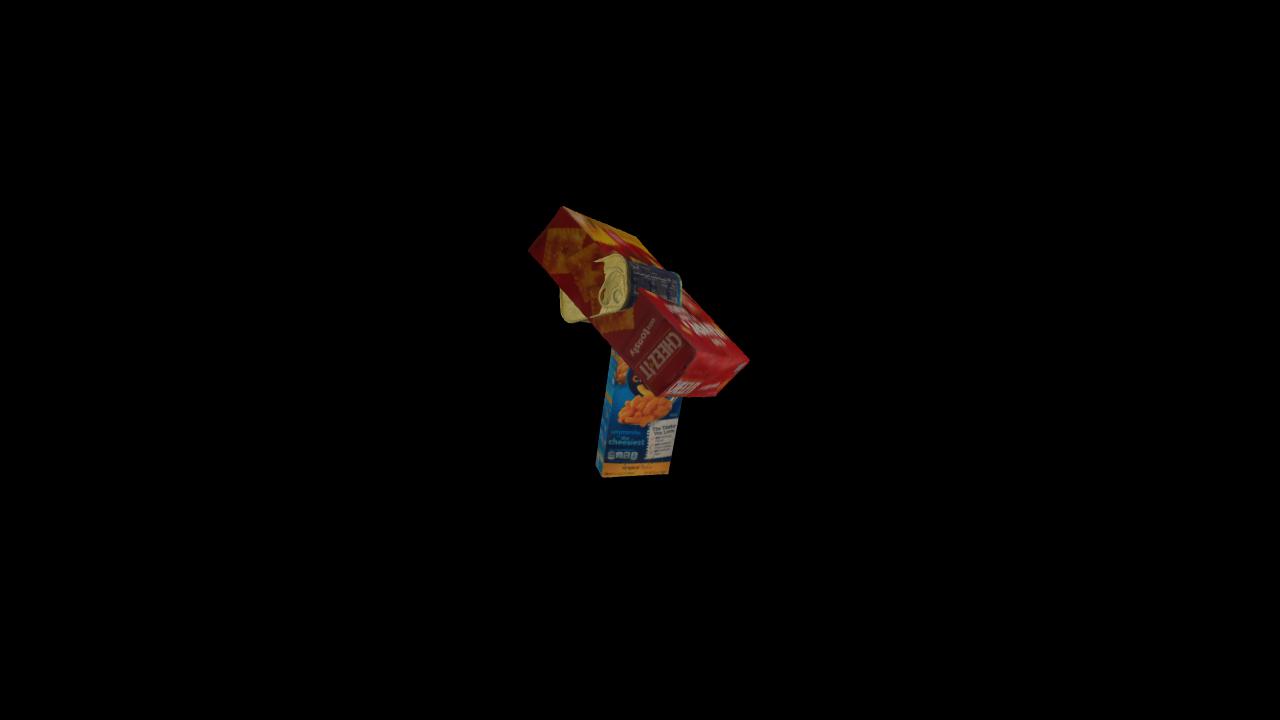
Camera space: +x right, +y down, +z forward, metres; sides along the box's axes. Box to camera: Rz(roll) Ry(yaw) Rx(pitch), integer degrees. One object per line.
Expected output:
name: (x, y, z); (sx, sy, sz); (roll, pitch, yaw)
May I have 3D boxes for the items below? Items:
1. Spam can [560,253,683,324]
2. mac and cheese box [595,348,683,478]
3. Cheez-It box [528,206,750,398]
Spam can: (-0.019, -0.067, 0.639); (0.101, 0.058, 0.085); (-8, -10, 44)
mac and cheese box: (0.003, 0.055, 0.757); (0.093, 0.184, 0.041); (2, 21, -18)
Cheez-It box: (0.004, -0.059, 0.674); (0.223, 0.071, 0.166); (49, 19, 20)
